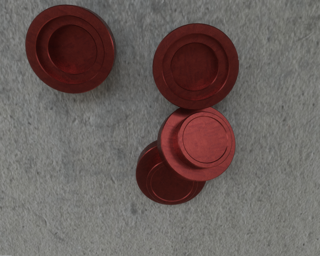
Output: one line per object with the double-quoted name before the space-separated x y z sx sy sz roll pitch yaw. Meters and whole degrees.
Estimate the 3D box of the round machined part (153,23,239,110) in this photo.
"round machined part" 0.041 -0.074 0.372 0.099 0.042 0.097 0 106 0

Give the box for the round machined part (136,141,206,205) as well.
"round machined part" 0.016 0.065 0.425 0.099 0.042 0.097 0 110 -1

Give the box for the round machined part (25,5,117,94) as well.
"round machined part" -0.101 -0.093 0.365 0.099 0.042 0.097 0 110 -1

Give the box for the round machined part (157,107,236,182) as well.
"round machined part" 0.049 0.017 0.383 0.099 0.042 0.097 3 79 -13
